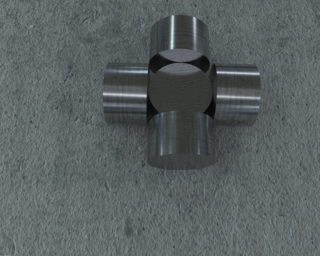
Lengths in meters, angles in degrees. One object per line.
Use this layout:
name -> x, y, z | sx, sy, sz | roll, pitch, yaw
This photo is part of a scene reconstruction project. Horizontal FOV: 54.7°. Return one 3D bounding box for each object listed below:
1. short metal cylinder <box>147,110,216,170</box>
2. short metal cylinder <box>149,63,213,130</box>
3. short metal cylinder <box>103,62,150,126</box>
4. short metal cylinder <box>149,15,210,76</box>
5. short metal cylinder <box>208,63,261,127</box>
short metal cylinder -> 0.025, 0.018, 0.374 | 0.081, 0.080, 0.050 | 0, 70, 0
short metal cylinder -> 0.026, -0.039, 0.411 | 0.081, 0.050, 0.080 | 0, 70, 0
short metal cylinder -> -0.040, -0.043, 0.396 | 0.050, 0.080, 0.080 | 2, 70, 1
short metal cylinder -> 0.026, -0.106, 0.418 | 0.081, 0.080, 0.050 | 2, 71, 0
short metal cylinder -> 0.091, -0.042, 0.397 | 0.050, 0.080, 0.080 | 2, 70, 1
